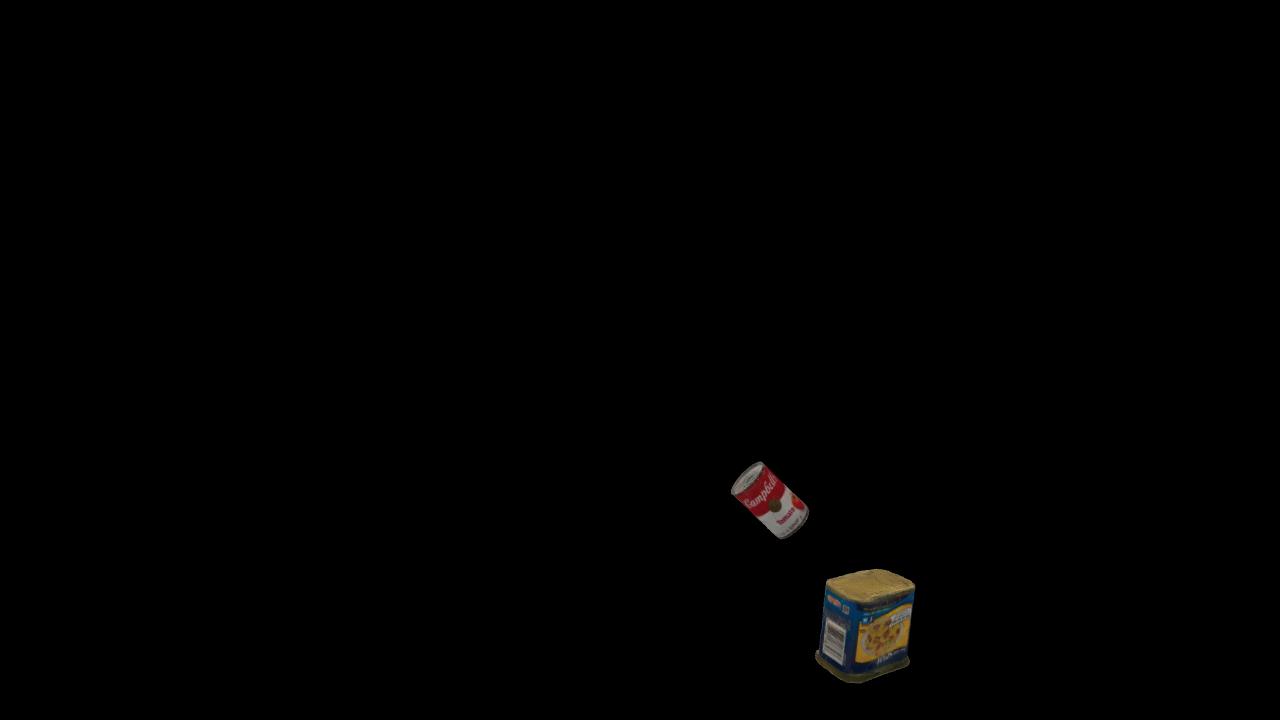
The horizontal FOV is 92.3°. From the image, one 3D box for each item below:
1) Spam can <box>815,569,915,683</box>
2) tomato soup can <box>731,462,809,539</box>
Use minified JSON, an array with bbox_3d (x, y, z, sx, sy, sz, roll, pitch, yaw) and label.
[{"bbox_3d":[0.236,0.272,0.639,0.101,0.085,0.058,0,7,-31],"label":"Spam can"},{"bbox_3d":[0.196,0.213,0.930,0.101,0.068,0.068,44,-3,-3],"label":"tomato soup can"}]
